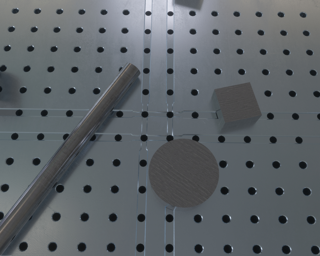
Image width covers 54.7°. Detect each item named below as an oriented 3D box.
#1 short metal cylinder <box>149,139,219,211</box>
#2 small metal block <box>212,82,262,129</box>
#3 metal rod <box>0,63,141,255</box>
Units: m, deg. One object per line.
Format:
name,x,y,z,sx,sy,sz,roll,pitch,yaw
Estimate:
short metal cylinder,0.027,0.058,0.377,0.081,0.050,0.080,0,70,0
small metal block,0.104,-0.030,0.423,0.050,0.025,0.050,-12,71,-5
metal rod,-0.120,0.034,0.398,0.025,0.025,0.300,31,73,11
